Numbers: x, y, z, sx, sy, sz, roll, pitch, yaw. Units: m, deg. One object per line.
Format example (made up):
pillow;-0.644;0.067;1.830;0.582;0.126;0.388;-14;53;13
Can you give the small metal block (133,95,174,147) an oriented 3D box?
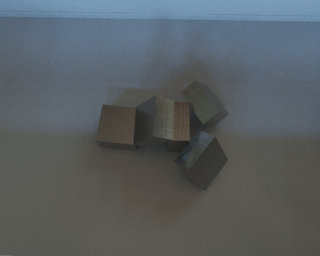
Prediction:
small metal block;-0.008;-0.007;0.378;0.025;0.050;0.050;13;70;-29

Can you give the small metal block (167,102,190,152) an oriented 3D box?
small metal block;0.023;0.000;0.395;0.025;0.050;0.050;1;70;0

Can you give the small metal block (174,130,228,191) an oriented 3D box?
small metal block;0.052;0.040;0.378;0.025;0.050;0.050;23;67;45

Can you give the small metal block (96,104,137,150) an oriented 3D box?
small metal block;-0.053;-0.001;0.406;0.050;0.025;0.050;6;70;2

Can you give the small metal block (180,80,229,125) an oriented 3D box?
small metal block;0.059;-0.032;0.404;0.025;0.050;0.050;-40;73;20
